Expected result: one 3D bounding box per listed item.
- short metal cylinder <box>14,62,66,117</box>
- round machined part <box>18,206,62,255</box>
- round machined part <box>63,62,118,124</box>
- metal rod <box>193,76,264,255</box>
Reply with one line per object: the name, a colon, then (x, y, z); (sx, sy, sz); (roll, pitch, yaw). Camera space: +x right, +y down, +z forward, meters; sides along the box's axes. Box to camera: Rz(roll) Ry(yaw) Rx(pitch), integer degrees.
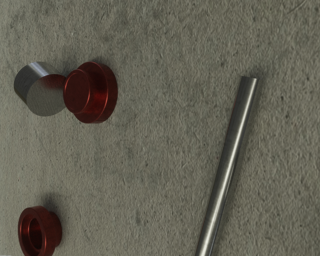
short metal cylinder: (-0.199, -0.066, 0.530); (0.050, 0.081, 0.079); (38, 113, 33)
round machined part: (-0.217, 0.192, 0.570); (0.098, 0.042, 0.097); (0, 90, 39)
round machined part: (-0.115, -0.055, 0.486); (0.098, 0.042, 0.097); (0, 90, 39)
metal rod: (0.065, 0.091, 0.350); (0.025, 0.025, 0.298); (20, 103, 38)
